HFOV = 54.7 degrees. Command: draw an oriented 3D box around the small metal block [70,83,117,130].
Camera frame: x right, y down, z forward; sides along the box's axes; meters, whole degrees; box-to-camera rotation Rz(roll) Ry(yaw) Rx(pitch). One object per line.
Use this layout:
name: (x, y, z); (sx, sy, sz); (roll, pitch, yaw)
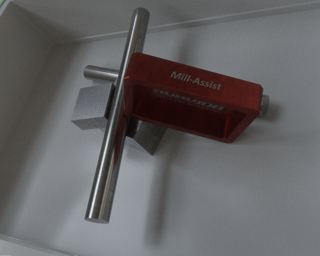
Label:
small metal block: (-0.081, -0.027, 0.397); (0.050, 0.025, 0.050); (-6, 59, 24)

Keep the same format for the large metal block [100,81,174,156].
large metal block: (-0.033, -0.020, 0.416); (0.080, 0.050, 0.080); (20, 72, 35)

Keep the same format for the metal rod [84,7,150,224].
metal rod: (-0.046, -0.036, 0.385); (0.025, 0.025, 0.299); (-6, 59, 25)

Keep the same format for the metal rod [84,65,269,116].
metal rod: (0.001, -0.060, 0.439); (0.300, 0.025, 0.025); (16, 70, 34)

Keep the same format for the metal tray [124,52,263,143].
metal tray: (0.029, -0.027, 0.329); (0.131, 0.090, 0.030); (15, 67, 0)
